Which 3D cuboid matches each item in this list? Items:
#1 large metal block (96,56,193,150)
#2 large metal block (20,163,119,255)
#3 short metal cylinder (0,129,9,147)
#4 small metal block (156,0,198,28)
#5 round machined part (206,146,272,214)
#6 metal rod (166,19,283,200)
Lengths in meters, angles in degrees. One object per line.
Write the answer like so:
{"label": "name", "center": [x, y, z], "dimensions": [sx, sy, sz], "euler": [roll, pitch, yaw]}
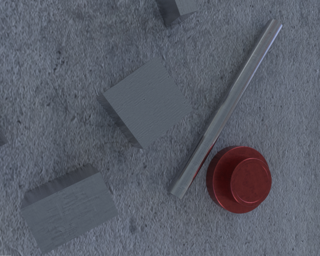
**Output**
{"label": "large metal block", "center": [-0.020, -0.031, 0.389], "dimensions": [0.080, 0.050, 0.080], "euler": [-39, 103, -16]}
{"label": "large metal block", "center": [-0.101, 0.083, 0.343], "dimensions": [0.081, 0.080, 0.050], "euler": [-25, 99, -19]}
{"label": "short metal cylinder", "center": [-0.202, 0.013, 0.305], "dimensions": [0.080, 0.080, 0.050], "euler": [-31, 101, -18]}
{"label": "small metal block", "center": [0.019, -0.166, 0.403], "dimensions": [0.025, 0.050, 0.050], "euler": [-24, 98, -19]}
{"label": "round machined part", "center": [0.120, 0.075, 0.446], "dimensions": [0.099, 0.042, 0.097], "euler": [0, 90, -21]}
{"label": "metal rod", "center": [0.098, -0.034, 0.446], "dimensions": [0.025, 0.025, 0.300], "euler": [36, 78, -17]}
